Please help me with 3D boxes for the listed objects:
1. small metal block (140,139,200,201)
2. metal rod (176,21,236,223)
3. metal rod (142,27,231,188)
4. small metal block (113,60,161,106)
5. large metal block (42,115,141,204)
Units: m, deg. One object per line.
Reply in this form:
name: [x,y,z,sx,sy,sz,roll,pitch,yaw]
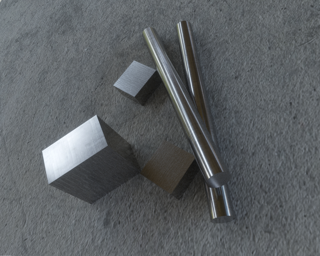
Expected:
small metal block: [0.013,0.049,0.366,0.050,0.025,0.050,27,76,37]
metal rod: [0.050,-0.031,0.395,0.025,0.025,0.299,-18,55,17]
metal rod: [0.020,-0.051,0.401,0.025,0.025,0.300,-29,45,9]
small metal block: [-0.032,-0.067,0.461,0.050,0.025,0.050,31,78,37]
large metal block: [-0.082,0.042,0.384,0.080,0.080,0.050,-33,52,6]
